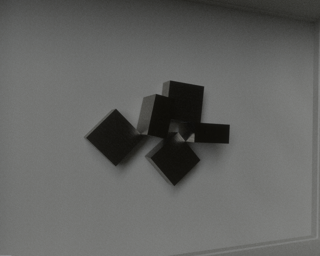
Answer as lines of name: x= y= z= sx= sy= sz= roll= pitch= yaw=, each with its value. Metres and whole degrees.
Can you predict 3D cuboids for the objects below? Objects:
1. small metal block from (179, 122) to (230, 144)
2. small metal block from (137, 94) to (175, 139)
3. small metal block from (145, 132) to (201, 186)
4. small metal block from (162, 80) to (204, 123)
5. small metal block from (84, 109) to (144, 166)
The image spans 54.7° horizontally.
small metal block: x=0.058 y=0.007 z=0.418 sx=0.050 sy=0.050 sz=0.025 roll=3 pitch=89 yaw=-20
small metal block: x=-0.007 y=-0.014 z=0.393 sx=0.025 sy=0.050 sz=0.050 roll=13 pitch=86 yaw=-20
small metal block: x=0.017 y=0.041 z=0.416 sx=0.050 sy=0.025 sz=0.050 roll=-43 pitch=104 yaw=-15
small metal block: x=0.029 y=-0.034 z=0.421 sx=0.050 sy=0.025 sz=0.050 roll=7 pitch=88 yaw=-20
small metal block: x=-0.058 y=0.012 z=0.388 sx=0.050 sy=0.025 sz=0.050 roll=-47 pitch=105 yaw=-14
